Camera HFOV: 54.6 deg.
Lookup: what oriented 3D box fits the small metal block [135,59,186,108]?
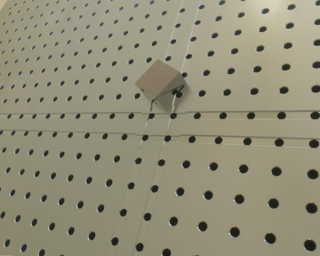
[{"bbox_3d":[0.000,-0.065,0.449,0.050,0.025,0.050,-48,51,-5],"label":"small metal block"}]
